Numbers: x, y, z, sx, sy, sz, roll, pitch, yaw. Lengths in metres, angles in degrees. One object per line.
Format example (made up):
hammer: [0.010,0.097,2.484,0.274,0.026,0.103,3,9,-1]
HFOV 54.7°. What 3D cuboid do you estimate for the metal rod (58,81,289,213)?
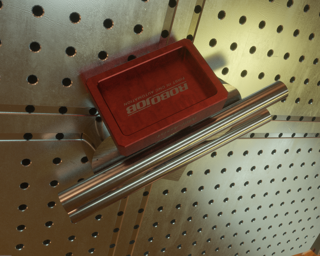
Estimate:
metal rod: [0.026,0.016,0.371,0.302,0.025,0.025,-27,128,-12]

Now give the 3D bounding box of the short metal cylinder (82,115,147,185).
short metal cylinder: [-0.051,0.024,0.383,0.081,0.050,0.079,-14,125,-21]

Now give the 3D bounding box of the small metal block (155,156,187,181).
small metal block: [0.013,0.047,0.448,0.050,0.025,0.050,16,110,-35]

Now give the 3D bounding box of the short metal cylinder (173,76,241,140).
short metal cylinder: [0.060,-0.030,0.412,0.081,0.050,0.079,-14,125,-21]

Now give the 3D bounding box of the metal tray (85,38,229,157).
metal tray: [-0.003,-0.037,0.344,0.131,0.090,0.030,-26,160,-13]

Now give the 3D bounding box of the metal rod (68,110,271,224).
metal rod: [0.021,0.044,0.418,0.302,0.025,0.025,-26,128,-13]
